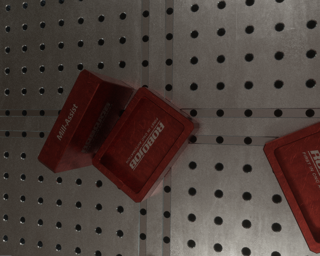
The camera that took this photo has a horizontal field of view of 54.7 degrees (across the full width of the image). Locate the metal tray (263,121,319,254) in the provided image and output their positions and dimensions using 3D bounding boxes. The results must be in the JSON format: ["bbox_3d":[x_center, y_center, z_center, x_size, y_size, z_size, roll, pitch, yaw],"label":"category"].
[{"bbox_3d":[0.184,0.061,0.345,0.090,0.030,0.129,-25,82,18],"label":"metal tray"}]

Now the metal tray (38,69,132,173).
[{"bbox_3d":[-0.095,-0.007,0.410,0.030,0.090,0.129,33,100,17],"label":"metal tray"}]

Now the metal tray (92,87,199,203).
[{"bbox_3d":[-0.021,0.022,0.416,0.090,0.030,0.129,38,102,15],"label":"metal tray"}]
